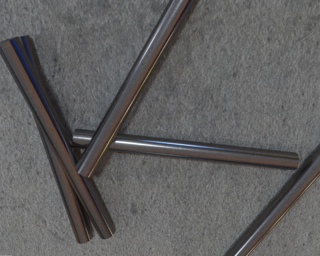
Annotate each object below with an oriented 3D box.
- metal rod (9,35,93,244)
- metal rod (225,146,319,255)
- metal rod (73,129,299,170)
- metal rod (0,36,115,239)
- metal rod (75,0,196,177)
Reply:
[{"bbox_3d":[-0.141,0.029,0.418,0.025,0.025,0.298,-10,110,3],"label":"metal rod"},{"bbox_3d":[0.167,0.128,0.459,0.025,0.025,0.298,30,107,-11],"label":"metal rod"},{"bbox_3d":[0.037,0.030,0.421,0.302,0.025,0.025,6,110,-3],"label":"metal rod"},{"bbox_3d":[-0.122,0.032,0.400,0.025,0.025,0.298,-16,117,5],"label":"metal rod"},{"bbox_3d":[-0.021,-0.069,0.368,0.025,0.025,0.299,29,101,-11],"label":"metal rod"}]
